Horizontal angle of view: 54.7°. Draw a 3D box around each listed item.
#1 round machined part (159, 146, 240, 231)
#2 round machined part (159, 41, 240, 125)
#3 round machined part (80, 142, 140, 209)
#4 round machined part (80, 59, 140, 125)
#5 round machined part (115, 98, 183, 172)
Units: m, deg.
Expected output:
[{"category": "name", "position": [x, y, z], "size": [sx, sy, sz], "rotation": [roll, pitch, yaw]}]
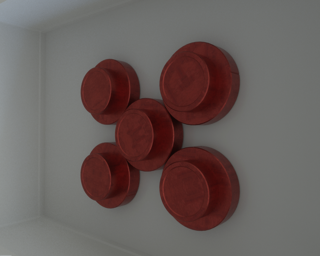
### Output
[{"category": "round machined part", "position": [0.038, 0.071, 0.361], "size": [0.098, 0.042, 0.097], "rotation": [0, 90, 39]}, {"category": "round machined part", "position": [0.038, -0.052, 0.361], "size": [0.098, 0.042, 0.097], "rotation": [0, 90, 39]}, {"category": "round machined part", "position": [-0.080, 0.070, 0.457], "size": [0.098, 0.042, 0.097], "rotation": [0, 90, 39]}, {"category": "round machined part", "position": [-0.080, -0.053, 0.457], "size": [0.098, 0.042, 0.097], "rotation": [0, 90, 39]}, {"category": "round machined part", "position": [-0.021, 0.009, 0.409], "size": [0.098, 0.042, 0.097], "rotation": [0, 90, 39]}]
